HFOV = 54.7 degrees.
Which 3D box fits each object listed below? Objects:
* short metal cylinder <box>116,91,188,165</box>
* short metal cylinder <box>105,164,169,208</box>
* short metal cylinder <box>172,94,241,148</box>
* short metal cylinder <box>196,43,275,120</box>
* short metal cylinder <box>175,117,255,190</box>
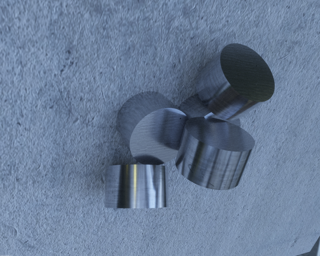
[{"bbox_3d":[-0.009,0.000,0.388,0.081,0.050,0.079,-14,125,-21],"label":"short metal cylinder"},{"bbox_3d":[-0.029,0.075,0.396,0.081,0.080,0.050,7,76,-32],"label":"short metal cylinder"},{"bbox_3d":[0.062,-0.001,0.427,0.081,0.050,0.079,-14,125,-21],"label":"short metal cylinder"},{"bbox_3d":[0.092,-0.056,0.381,0.081,0.080,0.050,0,156,-29],"label":"short metal cylinder"},{"bbox_3d":[0.063,0.027,0.360,0.081,0.080,0.050,-2,119,-28],"label":"short metal cylinder"}]
